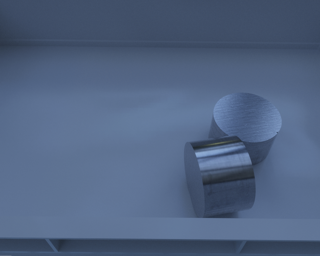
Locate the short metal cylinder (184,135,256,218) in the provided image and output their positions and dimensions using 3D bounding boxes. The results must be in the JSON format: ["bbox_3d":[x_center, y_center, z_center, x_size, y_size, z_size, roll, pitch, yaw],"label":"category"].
[{"bbox_3d":[0.060,0.050,0.328,0.050,0.080,0.080,-8,51,-7],"label":"short metal cylinder"}]

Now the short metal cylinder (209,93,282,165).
[{"bbox_3d":[0.104,0.001,0.389,0.081,0.050,0.080,0,50,0],"label":"short metal cylinder"}]
